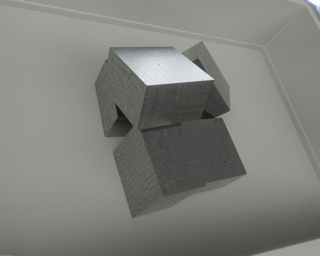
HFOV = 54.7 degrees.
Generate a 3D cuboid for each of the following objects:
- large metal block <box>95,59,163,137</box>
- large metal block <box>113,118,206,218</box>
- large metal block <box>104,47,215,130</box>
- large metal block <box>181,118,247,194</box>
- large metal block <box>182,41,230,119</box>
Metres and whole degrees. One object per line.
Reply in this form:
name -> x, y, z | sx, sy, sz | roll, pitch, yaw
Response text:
large metal block -> -0.031, -0.036, 0.395 | 0.081, 0.050, 0.080 | -1, 62, -29
large metal block -> -0.005, 0.044, 0.340 | 0.050, 0.080, 0.080 | -7, 65, -32
large metal block -> -0.004, -0.047, 0.332 | 0.081, 0.050, 0.080 | -10, 42, -32
large metal block -> 0.049, 0.036, 0.391 | 0.081, 0.050, 0.080 | -6, 65, -31
large metal block -> 0.054, -0.062, 0.424 | 0.080, 0.050, 0.080 | 54, 26, -20
